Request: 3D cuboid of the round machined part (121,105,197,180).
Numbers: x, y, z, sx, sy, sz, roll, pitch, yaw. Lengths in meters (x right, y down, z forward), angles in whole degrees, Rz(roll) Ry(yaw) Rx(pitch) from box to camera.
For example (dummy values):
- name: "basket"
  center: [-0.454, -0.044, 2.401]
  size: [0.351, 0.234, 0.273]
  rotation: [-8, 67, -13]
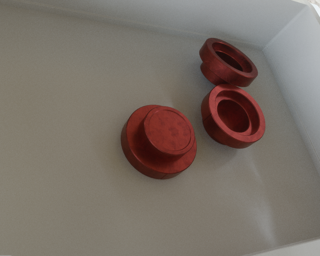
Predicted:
- name: "round machined part"
  center: [0.004, 0.012, 0.390]
  size: [0.099, 0.042, 0.098]
  rotation: [14, 56, -21]

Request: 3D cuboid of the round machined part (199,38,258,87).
- name: "round machined part"
  center: [0.105, -0.099, 0.501]
  size: [0.099, 0.042, 0.098]
  rotation: [21, 38, -18]

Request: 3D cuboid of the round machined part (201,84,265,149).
- name: "round machined part"
  center: [0.102, -0.013, 0.458]
  size: [0.099, 0.042, 0.098]
  rotation: [13, 56, -21]
